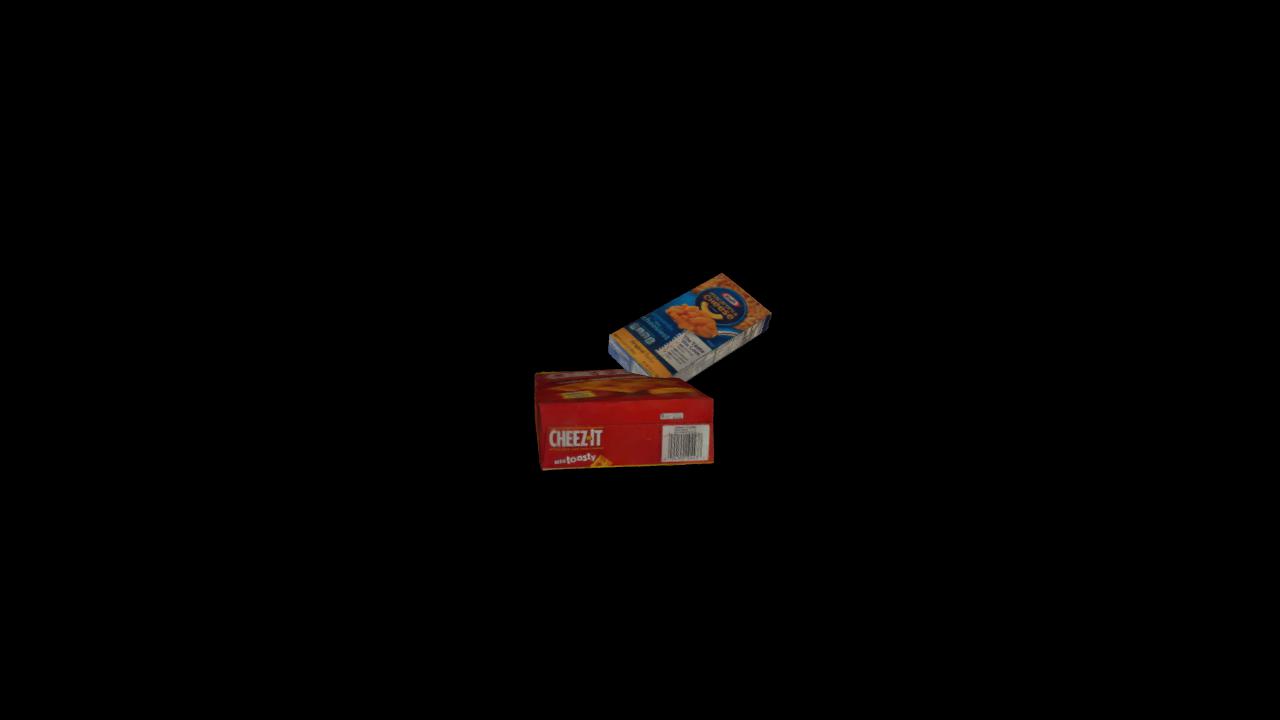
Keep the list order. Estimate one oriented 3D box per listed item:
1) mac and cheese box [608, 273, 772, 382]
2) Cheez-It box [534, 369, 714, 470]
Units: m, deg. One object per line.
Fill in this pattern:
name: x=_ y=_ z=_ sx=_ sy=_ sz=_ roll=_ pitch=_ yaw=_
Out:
mac and cheese box: x=0.062 y=-0.033 z=0.743 sx=0.184 sy=0.041 sz=0.093 roll=-31 pitch=58 yaw=-26
Cheez-It box: x=-0.029 y=0.055 z=0.664 sx=0.166 sy=0.071 sz=0.223 roll=-1 pitch=7 yaw=-10
